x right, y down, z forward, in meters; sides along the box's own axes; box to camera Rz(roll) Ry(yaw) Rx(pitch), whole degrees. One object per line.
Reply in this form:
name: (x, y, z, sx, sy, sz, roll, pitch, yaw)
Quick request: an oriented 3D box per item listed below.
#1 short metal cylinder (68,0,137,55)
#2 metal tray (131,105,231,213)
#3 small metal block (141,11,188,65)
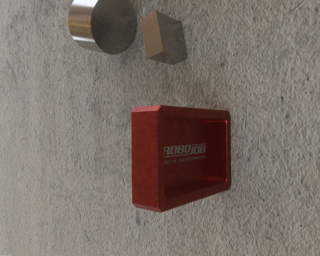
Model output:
short metal cylinder: (-0.079, -0.146, 0.432, 0.050, 0.081, 0.079, 20, 103, 38)
metal tray: (0.028, 0.025, 0.312, 0.030, 0.131, 0.089, -1, 90, 40)
small metal block: (0.006, -0.109, 0.382, 0.025, 0.050, 0.050, -16, 80, 39)
